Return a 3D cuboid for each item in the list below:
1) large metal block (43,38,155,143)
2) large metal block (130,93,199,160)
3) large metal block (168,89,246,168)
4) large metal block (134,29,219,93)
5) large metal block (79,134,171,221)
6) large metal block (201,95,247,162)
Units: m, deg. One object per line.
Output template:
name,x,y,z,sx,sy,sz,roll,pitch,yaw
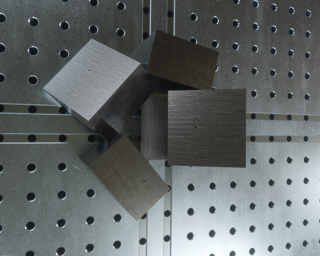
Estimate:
large metal block,-0.068,-0.044,0.351,0.080,0.080,0.050,-51,150,-13
large metal block,0.007,-0.002,0.402,0.081,0.050,0.080,1,90,-20
large metal block,0.054,0.000,0.345,0.080,0.050,0.080,0,89,14
large metal block,0.014,-0.075,0.389,0.081,0.080,0.050,14,85,-19
large metal block,-0.045,0.053,0.365,0.050,0.080,0.080,-42,104,-16
large metal block,0.086,0.000,0.406,0.050,0.080,0.080,0,90,18
